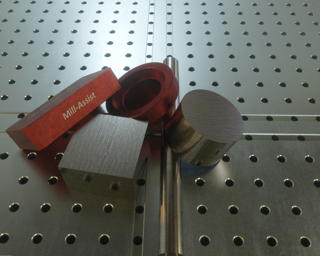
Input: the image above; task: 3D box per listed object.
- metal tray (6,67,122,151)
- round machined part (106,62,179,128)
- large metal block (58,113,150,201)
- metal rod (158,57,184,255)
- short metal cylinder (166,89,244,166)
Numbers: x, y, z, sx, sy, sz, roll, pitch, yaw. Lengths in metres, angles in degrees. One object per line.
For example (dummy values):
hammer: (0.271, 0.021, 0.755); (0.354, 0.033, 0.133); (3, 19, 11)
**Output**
metal tray: (-0.121, -0.025, 0.392); (0.131, 0.030, 0.090); (-44, 24, -30)
round machined part: (-0.019, -0.038, 0.412); (0.098, 0.042, 0.098); (-17, 46, 19)
large metal block: (-0.060, 0.032, 0.364); (0.080, 0.050, 0.080); (8, 51, 6)
metal rod: (0.014, 0.011, 0.399); (0.025, 0.025, 0.300); (1, 50, 1)
short metal cylinder: (0.053, -0.001, 0.375); (0.081, 0.050, 0.080); (13, 48, -15)
